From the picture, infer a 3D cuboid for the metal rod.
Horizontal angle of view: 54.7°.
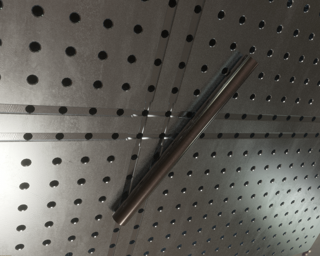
[{"bbox_3d":[0.032,0.022,0.443,0.025,0.025,0.299,33,100,-39],"label":"metal rod"}]
